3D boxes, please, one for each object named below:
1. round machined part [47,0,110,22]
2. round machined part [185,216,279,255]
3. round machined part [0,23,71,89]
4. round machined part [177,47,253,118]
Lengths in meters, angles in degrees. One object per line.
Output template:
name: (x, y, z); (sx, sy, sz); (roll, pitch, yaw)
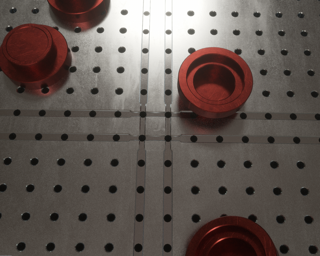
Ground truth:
round machined part: (-0.129, -0.217, 0.481); (0.099, 0.042, 0.098); (0, 70, -1)
round machined part: (0.079, 0.149, 0.333); (0.098, 0.042, 0.098); (-19, 41, 18)
round machined part: (-0.181, -0.108, 0.440); (0.099, 0.042, 0.098); (0, 70, -1)
round machined part: (0.073, -0.058, 0.425); (0.099, 0.042, 0.098); (0, 70, -1)
